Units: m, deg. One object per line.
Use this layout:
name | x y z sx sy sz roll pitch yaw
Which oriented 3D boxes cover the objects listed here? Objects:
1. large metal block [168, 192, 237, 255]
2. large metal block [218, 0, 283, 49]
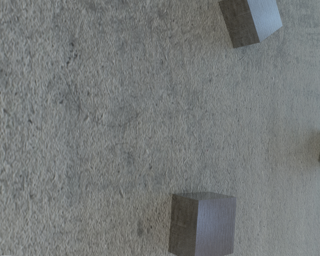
large metal block | 0.061 0.136 0.440 0.081 0.050 0.080 7 86 -40
large metal block | 0.152 -0.189 0.515 0.080 0.050 0.080 -38 113 -33
